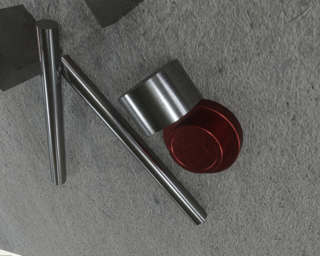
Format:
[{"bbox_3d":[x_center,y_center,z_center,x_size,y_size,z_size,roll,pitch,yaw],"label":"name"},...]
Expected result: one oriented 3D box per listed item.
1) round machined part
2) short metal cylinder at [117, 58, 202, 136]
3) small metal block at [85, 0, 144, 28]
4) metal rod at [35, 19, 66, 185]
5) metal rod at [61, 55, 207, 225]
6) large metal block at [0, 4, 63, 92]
[{"bbox_3d":[0.048,0.017,0.380,0.098,0.042,0.097,13,124,20],"label":"round machined part"},{"bbox_3d":[0.000,-0.035,0.349,0.080,0.080,0.050,-26,104,37],"label":"short metal cylinder"},{"bbox_3d":[-0.055,-0.148,0.343,0.050,0.025,0.050,-24,106,36],"label":"small metal block"},{"bbox_3d":[-0.156,-0.013,0.456,0.025,0.025,0.298,25,134,12],"label":"metal rod"},{"bbox_3d":[-0.037,0.022,0.437,0.300,0.025,0.025,49,128,-7],"label":"metal rod"},{"bbox_3d":[-0.193,-0.106,0.405,0.050,0.080,0.080,-34,99,38],"label":"large metal block"}]
